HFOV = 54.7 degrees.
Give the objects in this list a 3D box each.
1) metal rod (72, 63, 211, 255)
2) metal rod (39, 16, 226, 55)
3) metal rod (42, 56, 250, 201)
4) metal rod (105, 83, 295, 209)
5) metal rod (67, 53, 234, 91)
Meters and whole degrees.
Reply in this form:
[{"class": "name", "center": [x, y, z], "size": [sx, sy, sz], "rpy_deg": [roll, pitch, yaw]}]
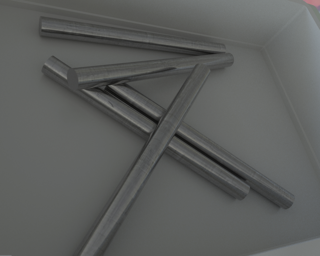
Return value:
[{"class": "metal rod", "center": [-0.009, 0.028, 0.358], "size": [0.025, 0.025, 0.301], "rpy_deg": [36, 59, -5]}, {"class": "metal rod", "center": [-0.023, -0.135, 0.476], "size": [0.303, 0.025, 0.025], "rpy_deg": [-1, 62, -29]}, {"class": "metal rod", "center": [-0.013, 0.004, 0.397], "size": [0.301, 0.025, 0.025], "rpy_deg": [33, 51, -7]}, {"class": "metal rod", "center": [0.058, 0.023, 0.424], "size": [0.301, 0.025, 0.025], "rpy_deg": [33, 51, -7]}, {"class": "metal rod", "center": [0.011, -0.087, 0.446], "size": [0.302, 0.025, 0.025], "rpy_deg": [-17, 71, -41]}]
